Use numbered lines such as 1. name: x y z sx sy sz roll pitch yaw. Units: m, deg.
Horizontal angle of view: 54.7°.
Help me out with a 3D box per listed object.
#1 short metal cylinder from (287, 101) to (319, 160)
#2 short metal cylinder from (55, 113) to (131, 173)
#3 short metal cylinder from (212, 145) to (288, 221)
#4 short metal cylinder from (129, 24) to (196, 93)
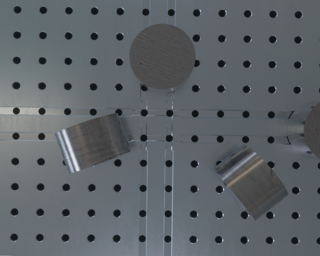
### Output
1. short metal cylinder: 0.216 0.003 0.402 0.081 0.050 0.079 0 90 0
2. short metal cylinder: -0.082 0.018 0.385 0.080 0.080 0.050 -20 90 0
3. short metal cylinder: 0.111 0.068 0.387 0.050 0.080 0.080 -38 90 0
4. short metal cylinder: 0.003 -0.087 0.401 0.081 0.050 0.079 0 90 0
